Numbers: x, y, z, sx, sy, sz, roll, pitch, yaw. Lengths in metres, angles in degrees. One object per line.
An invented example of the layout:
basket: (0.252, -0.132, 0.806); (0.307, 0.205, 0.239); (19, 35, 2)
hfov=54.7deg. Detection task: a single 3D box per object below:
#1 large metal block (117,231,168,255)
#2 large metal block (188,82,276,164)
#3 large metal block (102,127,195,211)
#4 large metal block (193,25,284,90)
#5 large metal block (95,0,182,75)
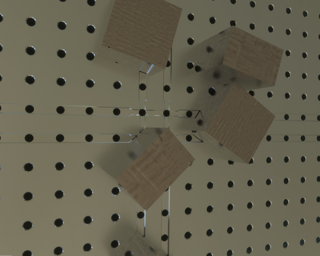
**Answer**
large metal block: (-0.005, 0.183, 0.383); (0.080, 0.080, 0.050); (44, 76, -15)
large metal block: (0.101, -0.006, 0.438); (0.080, 0.050, 0.080); (36, 78, -17)
large metal block: (-0.017, 0.045, 0.378); (0.080, 0.080, 0.050); (-44, 104, -15)
large metal block: (0.104, -0.089, 0.423); (0.081, 0.080, 0.050); (18, 84, -20)
large metal block: (-0.028, -0.121, 0.390); (0.081, 0.050, 0.080); (17, 84, -20)
